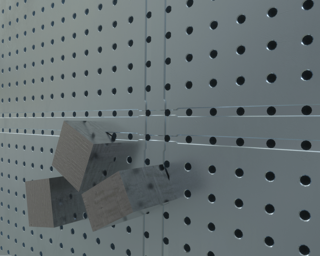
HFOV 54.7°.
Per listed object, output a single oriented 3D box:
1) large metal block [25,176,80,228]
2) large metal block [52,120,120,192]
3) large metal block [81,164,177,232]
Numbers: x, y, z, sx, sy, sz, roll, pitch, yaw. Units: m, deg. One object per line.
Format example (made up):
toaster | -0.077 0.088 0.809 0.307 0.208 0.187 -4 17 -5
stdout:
large metal block | -0.191 0.128 0.547 0.080 0.050 0.080 -13 82 39
large metal block | -0.119 0.041 0.488 0.080 0.050 0.079 32 109 35
large metal block | -0.040 0.090 0.405 0.080 0.081 0.050 -34 69 34
